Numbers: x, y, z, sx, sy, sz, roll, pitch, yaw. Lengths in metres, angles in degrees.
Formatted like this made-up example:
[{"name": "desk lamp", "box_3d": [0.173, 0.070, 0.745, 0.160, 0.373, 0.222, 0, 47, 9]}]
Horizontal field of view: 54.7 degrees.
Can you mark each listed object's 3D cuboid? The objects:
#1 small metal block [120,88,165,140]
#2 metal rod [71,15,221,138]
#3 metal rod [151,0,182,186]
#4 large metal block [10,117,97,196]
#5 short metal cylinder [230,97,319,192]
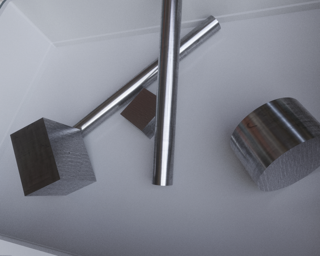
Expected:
[{"name": "small metal block", "box_3d": [-0.018, -0.021, 0.426, 0.050, 0.025, 0.050, -48, 52, -6]}, {"name": "metal rod", "box_3d": [-0.036, -0.063, 0.461, 0.300, 0.025, 0.025, -38, 51, 2]}, {"name": "metal rod", "box_3d": [0.011, -0.083, 0.372, 0.025, 0.025, 0.298, 2, 87, 29]}, {"name": "large metal block", "box_3d": [-0.135, 0.040, 0.401, 0.050, 0.080, 0.080, -26, 72, 12]}, {"name": "short metal cylinder", "box_3d": [0.116, 0.017, 0.299, 0.080, 0.080, 0.050, -32, 52, 7]}]
